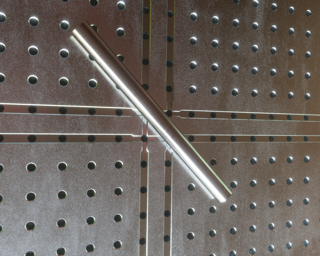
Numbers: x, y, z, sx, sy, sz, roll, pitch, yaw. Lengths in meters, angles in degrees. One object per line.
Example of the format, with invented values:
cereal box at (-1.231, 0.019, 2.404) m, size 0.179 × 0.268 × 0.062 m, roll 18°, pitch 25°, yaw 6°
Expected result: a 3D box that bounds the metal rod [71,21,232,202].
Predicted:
metal rod at (-0.003, -0.012, 0.412) m, size 0.025 × 0.025 × 0.300 m, roll -45°, pitch 104°, yaw -14°
